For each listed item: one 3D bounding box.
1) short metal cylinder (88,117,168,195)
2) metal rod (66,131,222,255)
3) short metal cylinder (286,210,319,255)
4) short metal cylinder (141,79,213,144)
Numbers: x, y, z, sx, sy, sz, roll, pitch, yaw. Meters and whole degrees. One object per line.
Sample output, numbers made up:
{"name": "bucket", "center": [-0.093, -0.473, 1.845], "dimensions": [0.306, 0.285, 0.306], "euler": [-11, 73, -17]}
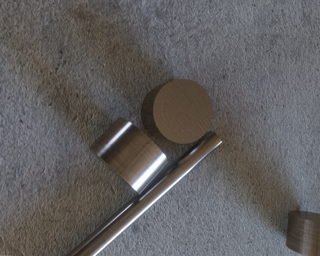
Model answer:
{"name": "short metal cylinder", "center": [-0.037, 0.033, 0.366], "dimensions": [0.080, 0.080, 0.050], "euler": [46, 76, -14]}
{"name": "metal rod", "center": [-0.034, 0.105, 0.396], "dimensions": [0.301, 0.025, 0.025], "euler": [-39, 103, -16]}
{"name": "short metal cylinder", "center": [0.235, 0.160, 0.467], "dimensions": [0.081, 0.080, 0.050], "euler": [8, 88, -20]}
{"name": "short metal cylinder", "center": [0.021, -0.021, 0.403], "dimensions": [0.081, 0.050, 0.079], "euler": [0, 90, -20]}
